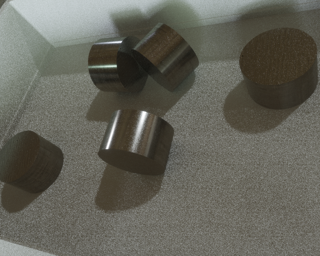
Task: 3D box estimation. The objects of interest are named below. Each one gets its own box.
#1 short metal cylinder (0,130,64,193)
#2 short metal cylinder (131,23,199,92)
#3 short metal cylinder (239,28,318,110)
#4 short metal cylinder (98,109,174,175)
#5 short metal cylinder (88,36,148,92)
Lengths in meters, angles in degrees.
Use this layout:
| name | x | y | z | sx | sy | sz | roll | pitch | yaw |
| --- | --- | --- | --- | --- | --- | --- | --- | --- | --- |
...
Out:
| name | x | y | z | sx | sy | sz | roll | pitch | yaw |
| --- | --- | --- | --- | --- | --- | --- | --- | --- | --- |
| short metal cylinder | -0.192 | 0.050 | 0.457 | 0.080 | 0.050 | 0.080 | -13 | 56 | 20 |
| short metal cylinder | 0.007 | -0.095 | 0.424 | 0.050 | 0.080 | 0.080 | -46 | 52 | -4 |
| short metal cylinder | 0.138 | -0.068 | 0.359 | 0.080 | 0.050 | 0.080 | -13 | 56 | 20 |
| short metal cylinder | -0.028 | 0.019 | 0.372 | 0.080 | 0.080 | 0.050 | 1 | 62 | 28 |
| short metal cylinder | -0.059 | -0.093 | 0.457 | 0.050 | 0.080 | 0.080 | 4 | 64 | 30 |
